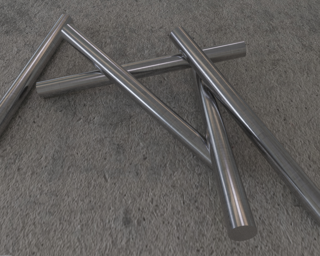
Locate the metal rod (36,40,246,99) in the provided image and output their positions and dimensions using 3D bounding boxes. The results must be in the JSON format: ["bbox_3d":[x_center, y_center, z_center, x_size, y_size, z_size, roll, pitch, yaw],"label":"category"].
[{"bbox_3d":[-0.026,-0.085,0.449,0.302,0.025,0.025,-12,51,-1],"label":"metal rod"}]

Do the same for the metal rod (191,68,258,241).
[{"bbox_3d":[0.065,-0.007,0.378,0.025,0.025,0.300,-2,40,-1],"label":"metal rod"}]

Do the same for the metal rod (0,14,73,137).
[{"bbox_3d":[-0.197,-0.084,0.472,0.025,0.025,0.300,8,50,6],"label":"metal rod"}]

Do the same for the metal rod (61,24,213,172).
[{"bbox_3d":[-0.027,-0.045,0.406,0.300,0.025,0.025,42,61,17],"label":"metal rod"}]

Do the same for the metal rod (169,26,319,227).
[{"bbox_3d":[0.101,-0.019,0.381,0.025,0.025,0.299,-25,66,-20],"label":"metal rod"}]
